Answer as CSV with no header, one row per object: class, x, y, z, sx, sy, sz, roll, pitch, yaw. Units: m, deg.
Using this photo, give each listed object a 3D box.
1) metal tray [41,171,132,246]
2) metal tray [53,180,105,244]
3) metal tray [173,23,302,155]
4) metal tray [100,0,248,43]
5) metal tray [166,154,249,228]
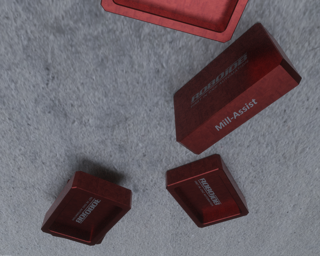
metal tray,-0.112,0.126,0.469,0.090,0.030,0.129,26,125,-21
metal tray,-0.126,0.146,0.526,0.091,0.030,0.129,17,128,-15
metal tray,0.072,-0.041,0.330,0.030,0.090,0.130,35,121,-26
metal tray,0.019,-0.140,0.285,0.131,0.030,0.089,12,129,-11
metal tray,0.077,0.105,0.494,0.090,0.030,0.130,-22,127,17
